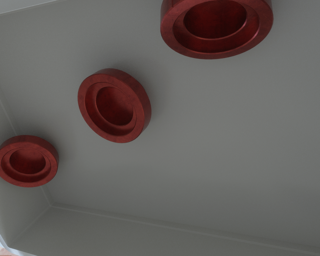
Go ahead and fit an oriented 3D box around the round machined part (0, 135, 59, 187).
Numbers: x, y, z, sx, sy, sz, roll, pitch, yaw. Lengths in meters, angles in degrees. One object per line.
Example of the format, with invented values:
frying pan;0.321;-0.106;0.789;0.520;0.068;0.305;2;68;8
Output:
round machined part;-0.223;0.051;0.529;0.099;0.042;0.097;-5;124;-7

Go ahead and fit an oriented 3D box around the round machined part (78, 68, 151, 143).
round machined part;-0.055;-0.032;0.407;0.098;0.042;0.097;13;124;21

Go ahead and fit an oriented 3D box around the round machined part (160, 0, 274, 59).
round machined part;0.050;-0.107;0.283;0.099;0.042;0.098;1;161;0
